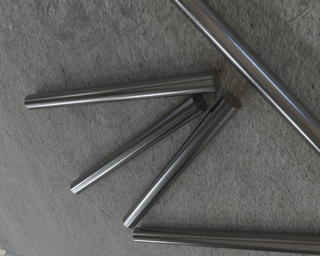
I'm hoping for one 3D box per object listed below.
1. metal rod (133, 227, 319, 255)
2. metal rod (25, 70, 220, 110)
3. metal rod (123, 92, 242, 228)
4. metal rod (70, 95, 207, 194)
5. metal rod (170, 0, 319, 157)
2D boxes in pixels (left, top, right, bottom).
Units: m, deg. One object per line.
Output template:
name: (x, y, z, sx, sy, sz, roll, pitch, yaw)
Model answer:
metal rod: (0.087, 0.166, 0.462, 0.300, 0.025, 0.025, -9, 114, 31)
metal rod: (-0.070, -0.046, 0.413, 0.300, 0.025, 0.025, -2, 117, 29)
metal rod: (0.014, 0.065, 0.437, 0.025, 0.025, 0.298, 37, 129, 3)
metal rod: (-0.050, 0.037, 0.454, 0.299, 0.025, 0.025, -35, 99, 38)
metal rod: (0.109, -0.047, 0.319, 0.300, 0.025, 0.025, 45, 129, -4)
